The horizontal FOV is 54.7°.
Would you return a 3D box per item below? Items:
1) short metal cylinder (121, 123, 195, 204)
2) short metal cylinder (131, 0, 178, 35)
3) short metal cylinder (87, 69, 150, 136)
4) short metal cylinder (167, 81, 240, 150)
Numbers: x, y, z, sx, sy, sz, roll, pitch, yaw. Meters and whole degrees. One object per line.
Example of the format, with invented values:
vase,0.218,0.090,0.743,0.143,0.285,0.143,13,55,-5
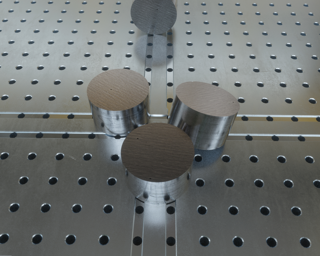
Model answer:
short metal cylinder,-0.002,0.040,0.357,0.081,0.050,0.080,0,50,0
short metal cylinder,-0.009,-0.216,0.553,0.080,0.080,0.050,3,50,2
short metal cylinder,-0.054,-0.035,0.421,0.081,0.050,0.080,0,50,0
short metal cylinder,0.053,-0.017,0.391,0.081,0.050,0.080,10,35,-7
